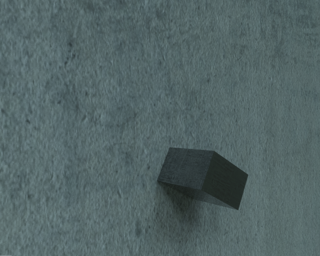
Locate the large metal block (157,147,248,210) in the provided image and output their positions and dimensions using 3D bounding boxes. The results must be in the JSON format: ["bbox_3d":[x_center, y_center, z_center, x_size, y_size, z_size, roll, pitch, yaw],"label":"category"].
[{"bbox_3d":[0.058,0.067,0.420,0.080,0.080,0.050,34,69,-35],"label":"large metal block"}]
